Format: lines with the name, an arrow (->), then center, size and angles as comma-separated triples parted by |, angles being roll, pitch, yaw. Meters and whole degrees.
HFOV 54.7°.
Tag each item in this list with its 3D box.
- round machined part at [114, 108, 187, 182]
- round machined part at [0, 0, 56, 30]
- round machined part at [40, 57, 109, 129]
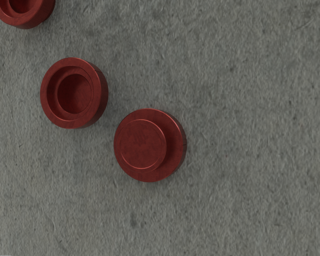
round machined part -> -0.017, 0.023, 0.405 | 0.098, 0.042, 0.097 | 0, 90, 19
round machined part -> -0.199, -0.198, 0.468 | 0.098, 0.042, 0.097 | 0, 90, 19
round machined part -> -0.116, -0.048, 0.439 | 0.098, 0.042, 0.097 | 0, 90, 19
